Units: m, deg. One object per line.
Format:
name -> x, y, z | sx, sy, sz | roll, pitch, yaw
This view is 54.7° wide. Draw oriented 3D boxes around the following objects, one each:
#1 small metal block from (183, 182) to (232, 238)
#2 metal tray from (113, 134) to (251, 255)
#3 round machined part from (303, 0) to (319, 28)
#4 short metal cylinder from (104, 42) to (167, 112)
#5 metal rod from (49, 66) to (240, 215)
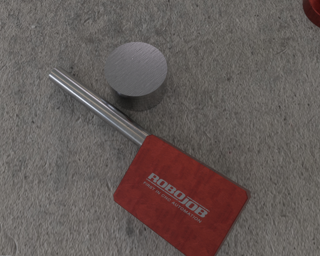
small metal block -> 0.049, 0.094, 0.359 | 0.050, 0.025, 0.050 | -28, 85, 16
metal tray -> 0.022, 0.076, 0.347 | 0.130, 0.030, 0.090 | 31, 93, 24
round machined part -> 0.277, -0.199, 0.474 | 0.099, 0.042, 0.098 | 0, 70, 0
short metal cylinder -> -0.031, -0.068, 0.420 | 0.081, 0.050, 0.080 | 0, 70, 0
metal rod -> -0.027, 0.010, 0.404 | 0.300, 0.025, 0.025 | 36, 74, 12
